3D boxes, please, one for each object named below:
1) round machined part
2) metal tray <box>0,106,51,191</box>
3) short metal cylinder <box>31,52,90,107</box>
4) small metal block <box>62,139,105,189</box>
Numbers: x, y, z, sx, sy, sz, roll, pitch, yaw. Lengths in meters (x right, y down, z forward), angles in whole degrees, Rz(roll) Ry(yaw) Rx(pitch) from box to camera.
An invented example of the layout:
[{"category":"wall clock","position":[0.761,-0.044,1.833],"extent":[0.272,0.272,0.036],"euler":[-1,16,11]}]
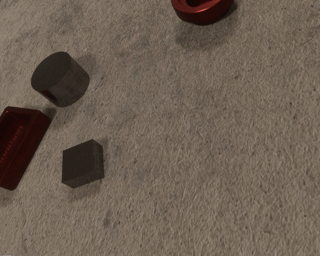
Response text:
[{"category":"round machined part","position":[0.070,-0.198,0.476],"extent":[0.098,0.042,0.098],"euler":[-13,56,20]},{"category":"metal tray","position":[-0.247,0.029,0.509],"extent":[0.090,0.030,0.130],"euler":[8,65,31]},{"category":"short metal cylinder","position":[-0.168,-0.082,0.523],"extent":[0.080,0.050,0.080],"euler":[-13,56,20]},{"category":"small metal block","position":[-0.106,0.050,0.427],"extent":[0.050,0.025,0.050],"euler":[-21,54,15]}]
